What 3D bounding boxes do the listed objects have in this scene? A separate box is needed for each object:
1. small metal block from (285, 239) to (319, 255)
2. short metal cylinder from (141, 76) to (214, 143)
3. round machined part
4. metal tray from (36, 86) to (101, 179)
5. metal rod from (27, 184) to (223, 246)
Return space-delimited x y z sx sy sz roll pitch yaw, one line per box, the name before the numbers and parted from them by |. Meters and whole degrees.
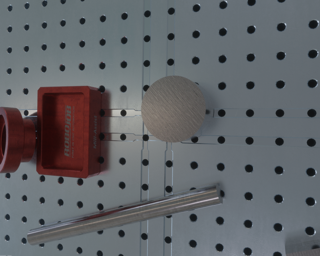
small metal block | 0.176 0.158 0.351 0.050 0.025 0.050 -19 84 19
short metal cylinder | 0.023 -0.023 0.391 0.080 0.050 0.079 0 90 20
round machined part | -0.220 0.018 0.467 0.098 0.042 0.097 -5 84 49
metal tray | -0.135 0.005 0.457 0.090 0.030 0.129 1 90 19
metal rod | -0.061 0.126 0.434 0.300 0.025 0.025 -18 84 19
